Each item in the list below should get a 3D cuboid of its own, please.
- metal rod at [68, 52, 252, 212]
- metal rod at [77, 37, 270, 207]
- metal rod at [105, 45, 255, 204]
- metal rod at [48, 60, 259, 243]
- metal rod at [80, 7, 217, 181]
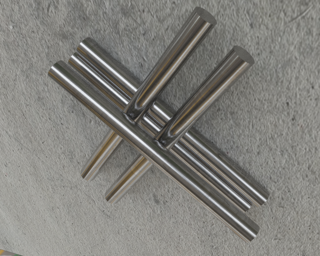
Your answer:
[{"bbox_3d":[0.002,0.005,0.409,0.300,0.025,0.025,41,129,-1],"label":"metal rod"},{"bbox_3d":[0.017,-0.007,0.393,0.300,0.025,0.025,41,129,-1],"label":"metal rod"},{"bbox_3d":[0.003,0.019,0.385,0.025,0.025,0.298,41,129,0],"label":"metal rod"},{"bbox_3d":[-0.007,0.027,0.363,0.300,0.025,0.025,40,129,0],"label":"metal rod"},{"bbox_3d":[-0.034,-0.017,0.381,0.025,0.025,0.298,41,129,0],"label":"metal rod"}]
